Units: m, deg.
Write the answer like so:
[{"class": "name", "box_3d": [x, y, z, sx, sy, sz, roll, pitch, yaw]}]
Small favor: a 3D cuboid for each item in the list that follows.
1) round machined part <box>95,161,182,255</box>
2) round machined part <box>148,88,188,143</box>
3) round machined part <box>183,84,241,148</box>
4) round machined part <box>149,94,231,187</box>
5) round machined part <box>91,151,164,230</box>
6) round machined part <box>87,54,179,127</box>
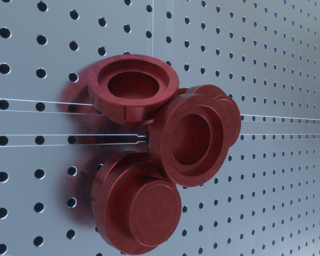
[{"class": "round machined part", "box_3d": [-0.015, 0.085, 0.329, 0.099, 0.042, 0.097, 0, 90, -40]}, {"class": "round machined part", "box_3d": [0.036, -0.003, 0.400, 0.099, 0.042, 0.097, 0, 90, -40]}, {"class": "round machined part", "box_3d": [0.066, -0.007, 0.397, 0.099, 0.042, 0.097, 1, 89, -40]}, {"class": "round machined part", "box_3d": [0.028, 0.011, 0.337, 0.099, 0.042, 0.097, -8, 103, -36]}, {"class": "round machined part", "box_3d": [-0.024, 0.076, 0.350, 0.099, 0.042, 0.097, 0, 90, -40]}, {"class": "round machined part", "box_3d": [-0.030, -0.039, 0.347, 0.099, 0.098, 0.042, -34, 147, -35]}]
